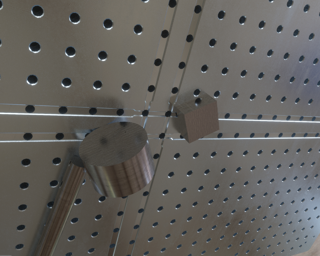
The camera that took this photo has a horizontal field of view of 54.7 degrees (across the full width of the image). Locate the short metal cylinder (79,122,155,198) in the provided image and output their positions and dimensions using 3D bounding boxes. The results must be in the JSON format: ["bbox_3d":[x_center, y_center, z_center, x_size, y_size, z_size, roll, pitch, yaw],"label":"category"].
[{"bbox_3d":[-0.050,0.036,0.372,0.081,0.080,0.050,-23,127,-15],"label":"short metal cylinder"}]

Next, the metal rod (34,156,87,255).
[{"bbox_3d":[-0.159,0.170,0.430,0.025,0.025,0.298,13,112,-34],"label":"metal rod"}]

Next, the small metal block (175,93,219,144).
[{"bbox_3d":[0.053,-0.013,0.434,0.050,0.025,0.050,-24,127,-14],"label":"small metal block"}]
